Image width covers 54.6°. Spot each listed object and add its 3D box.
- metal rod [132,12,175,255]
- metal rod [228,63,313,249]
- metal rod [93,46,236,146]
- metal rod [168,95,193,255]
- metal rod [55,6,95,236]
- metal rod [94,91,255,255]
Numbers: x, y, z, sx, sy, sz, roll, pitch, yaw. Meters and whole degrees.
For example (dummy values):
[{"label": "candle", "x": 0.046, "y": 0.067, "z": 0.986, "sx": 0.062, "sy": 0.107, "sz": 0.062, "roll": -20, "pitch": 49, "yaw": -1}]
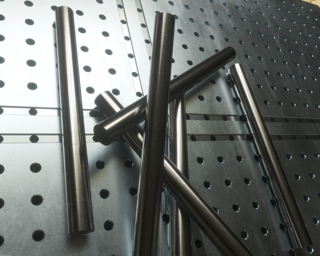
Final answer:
[{"label": "metal rod", "x": -0.006, "y": 0.012, "z": 0.340, "sx": 0.025, "sy": 0.025, "sz": 0.299, "roll": 11, "pitch": 75, "yaw": -23}, {"label": "metal rod", "x": 0.161, "y": 0.027, "z": 0.477, "sx": 0.025, "sy": 0.025, "sz": 0.299, "roll": 1, "pitch": 61, "yaw": -28}, {"label": "metal rod", "x": 0.029, "y": -0.059, "z": 0.424, "sx": 0.025, "sy": 0.025, "sz": 0.302, "roll": 48, "pitch": 47, "yaw": 5}, {"label": "metal rod", "x": 0.023, "y": 0.067, "z": 0.378, "sx": 0.025, "sy": 0.025, "sz": 0.300, "roll": 14, "pitch": 56, "yaw": -21}, {"label": "metal rod", "x": -0.105, "y": -0.029, "z": 0.368, "sx": 0.025, "sy": 0.025, "sz": 0.299, "roll": 2, "pitch": 61, "yaw": -27}, {"label": "metal rod", "x": 0.023, "y": 0.068, "z": 0.347, "sx": 0.025, "sy": 0.025, "sz": 0.300, "roll": -28, "pitch": 68, "yaw": -37}]
